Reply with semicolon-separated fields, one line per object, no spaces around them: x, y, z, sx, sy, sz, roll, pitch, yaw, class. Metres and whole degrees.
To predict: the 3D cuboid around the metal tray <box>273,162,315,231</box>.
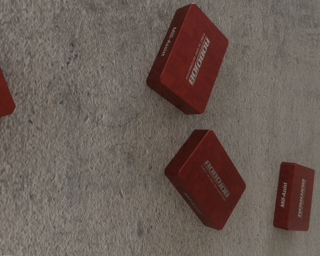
0.275;0.141;0.632;0.091;0.030;0.129;18;79;-39;metal tray

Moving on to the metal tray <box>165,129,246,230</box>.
0.072;0.077;0.462;0.090;0.030;0.130;-50;120;-28;metal tray

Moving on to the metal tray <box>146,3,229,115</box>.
0.043;-0.095;0.437;0.090;0.030;0.130;34;69;-35;metal tray

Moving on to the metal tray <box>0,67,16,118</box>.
-0.195;-0.034;0.238;0.131;0.030;0.089;-26;106;-37;metal tray
